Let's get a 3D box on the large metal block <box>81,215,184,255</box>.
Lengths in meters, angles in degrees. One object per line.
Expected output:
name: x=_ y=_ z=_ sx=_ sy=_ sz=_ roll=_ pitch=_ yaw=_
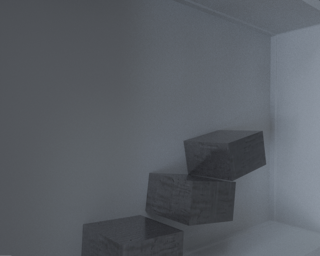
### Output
large metal block: x=-0.032 y=0.136 z=0.345 sx=0.081 sy=0.080 sz=0.050 roll=4 pitch=88 yaw=-40

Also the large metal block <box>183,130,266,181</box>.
large metal block: x=0.094 y=0.036 z=0.449 sx=0.081 sy=0.080 sz=0.050 roll=-14 pitch=99 yaw=-39

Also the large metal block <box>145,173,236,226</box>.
large metal block: x=0.040 y=0.089 z=0.404 sx=0.081 sy=0.080 sz=0.050 roll=9 pitch=84 yaw=-40
